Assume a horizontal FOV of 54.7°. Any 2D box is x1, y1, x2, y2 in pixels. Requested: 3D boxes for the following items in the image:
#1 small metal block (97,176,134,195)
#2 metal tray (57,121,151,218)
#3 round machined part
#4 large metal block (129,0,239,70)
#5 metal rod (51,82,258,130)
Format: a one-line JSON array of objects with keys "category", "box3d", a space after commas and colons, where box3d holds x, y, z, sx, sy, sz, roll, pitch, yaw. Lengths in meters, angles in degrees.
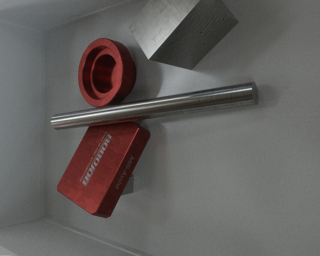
[{"category": "small metal block", "box3d": [-0.074, 0.080, 0.449, 0.050, 0.050, 0.025, 7, 95, 39]}, {"category": "metal tray", "box3d": [-0.080, 0.047, 0.435, 0.090, 0.030, 0.130, 19, 78, 38]}, {"category": "round machined part", "box3d": [-0.073, -0.078, 0.454, 0.098, 0.042, 0.097, 0, 90, 39]}, {"category": "large metal block", "box3d": [0.027, -0.116, 0.347, 0.080, 0.081, 0.050, -43, 64, 31]}, {"category": "metal rod", "box3d": [-0.029, -0.023, 0.400, 0.300, 0.025, 0.025, -6, 86, 30]}]
